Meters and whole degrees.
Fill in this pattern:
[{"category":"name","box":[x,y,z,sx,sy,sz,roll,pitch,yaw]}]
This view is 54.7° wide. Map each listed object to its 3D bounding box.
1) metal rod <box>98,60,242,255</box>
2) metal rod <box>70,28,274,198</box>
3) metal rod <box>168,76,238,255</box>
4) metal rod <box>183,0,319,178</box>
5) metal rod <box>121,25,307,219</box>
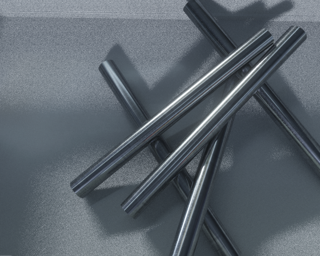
[{"category":"metal rod","box":[0.004,0.031,0.398,0.025,0.025,0.299,-31,73,-11]},{"category":"metal rod","box":[0.015,-0.019,0.380,0.300,0.025,0.025,-39,75,-1]},{"category":"metal rod","box":[0.070,0.020,0.384,0.025,0.025,0.300,20,64,6]},{"category":"metal rod","box":[0.132,-0.049,0.403,0.025,0.025,0.299,-36,84,-12]},{"category":"metal rod","box":[0.067,-0.010,0.372,0.025,0.025,0.300,43,85,13]}]
